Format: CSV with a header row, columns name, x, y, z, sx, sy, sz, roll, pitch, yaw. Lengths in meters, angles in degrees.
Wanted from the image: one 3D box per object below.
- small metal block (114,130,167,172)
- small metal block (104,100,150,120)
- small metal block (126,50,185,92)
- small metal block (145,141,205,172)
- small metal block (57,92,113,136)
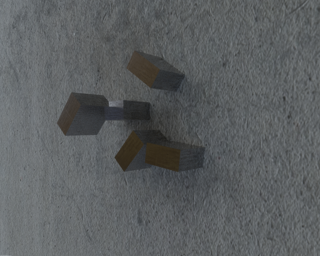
name,x,y,z,sx,sy,sz,roll,pitch,yaw
small metal block,-0.023,0.029,0.408,0.025,0.050,0.050,51,120,28
small metal block,-0.050,-0.023,0.430,0.050,0.050,0.025,-1,90,40
small metal block,-0.005,-0.072,0.393,0.050,0.050,0.025,42,116,32
small metal block,0.018,0.033,0.374,0.050,0.050,0.025,10,96,39
small metal block,-0.098,-0.017,0.404,0.025,0.050,0.050,49,119,29
